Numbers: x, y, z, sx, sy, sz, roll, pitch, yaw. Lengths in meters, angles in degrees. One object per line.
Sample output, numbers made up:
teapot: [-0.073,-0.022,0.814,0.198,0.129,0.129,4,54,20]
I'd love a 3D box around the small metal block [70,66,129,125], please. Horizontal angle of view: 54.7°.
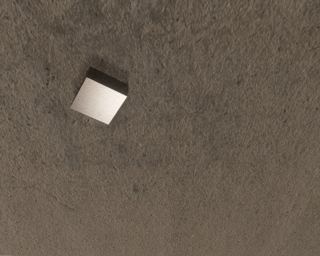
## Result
small metal block: [-0.073,-0.038,0.374,0.050,0.025,0.050,25,126,-20]
